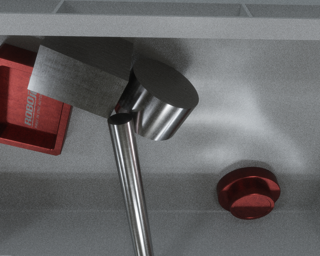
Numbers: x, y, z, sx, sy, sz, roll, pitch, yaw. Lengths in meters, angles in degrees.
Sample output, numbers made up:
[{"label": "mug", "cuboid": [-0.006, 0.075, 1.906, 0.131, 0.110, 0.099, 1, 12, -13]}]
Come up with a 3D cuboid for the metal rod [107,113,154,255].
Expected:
[{"label": "metal rod", "cuboid": [-0.026, 0.119, 0.382, 0.025, 0.025, 0.298, -4, 120, 3]}]

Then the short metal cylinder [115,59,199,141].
[{"label": "short metal cylinder", "cuboid": [-0.004, -0.032, 0.346, 0.080, 0.080, 0.050, 22, 126, -19]}]

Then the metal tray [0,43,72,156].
[{"label": "metal tray", "cuboid": [-0.155, -0.028, 0.379, 0.091, 0.030, 0.129, 15, 129, -13]}]

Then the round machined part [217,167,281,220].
[{"label": "round machined part", "cuboid": [0.142, 0.110, 0.494, 0.099, 0.042, 0.097, -1, 130, 0]}]

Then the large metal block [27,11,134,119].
[{"label": "large metal block", "cuboid": [-0.076, -0.065, 0.316, 0.080, 0.080, 0.050, 21, 127, -18]}]
